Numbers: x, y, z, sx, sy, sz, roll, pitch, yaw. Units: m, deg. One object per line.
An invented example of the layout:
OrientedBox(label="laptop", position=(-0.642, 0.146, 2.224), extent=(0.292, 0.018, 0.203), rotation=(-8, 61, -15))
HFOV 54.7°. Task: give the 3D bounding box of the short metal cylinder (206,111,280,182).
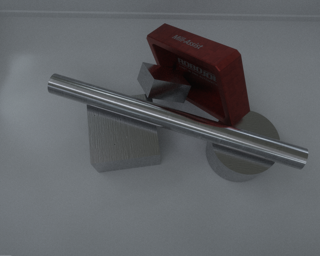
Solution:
OrientedBox(label="short metal cylinder", position=(0.101, 0.024, 0.387), extent=(0.081, 0.050, 0.080), rotation=(0, 70, 0))

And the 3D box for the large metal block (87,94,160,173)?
OrientedBox(label="large metal block", position=(-0.045, 0.007, 0.392), extent=(0.081, 0.050, 0.080), rotation=(-7, 70, -3))

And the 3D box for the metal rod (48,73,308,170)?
OrientedBox(label="metal rod", position=(0.015, -0.010, 0.358), extent=(0.301, 0.025, 0.025), rotation=(17, 71, 5))

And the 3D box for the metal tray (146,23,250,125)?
OrientedBox(label="metal tray", position=(0.044, -0.066, 0.372), extent=(0.030, 0.090, 0.130), rotation=(-39, 45, -14))

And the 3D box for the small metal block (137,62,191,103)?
OrientedBox(label="small metal block", position=(0.004, -0.058, 0.394), extent=(0.050, 0.025, 0.050), rotation=(6, 32, -26))
